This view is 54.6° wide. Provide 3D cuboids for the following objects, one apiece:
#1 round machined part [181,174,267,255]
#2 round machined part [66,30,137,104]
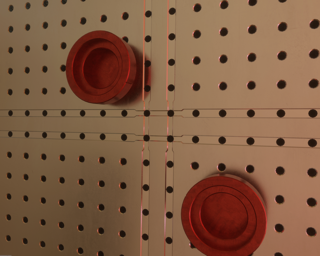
[{"bbox_3d":[0.078,0.104,0.376,0.098,0.042,0.097,0,90,20],"label":"round machined part"},{"bbox_3d":[-0.077,-0.081,0.431,0.098,0.042,0.097,0,90,20],"label":"round machined part"}]
